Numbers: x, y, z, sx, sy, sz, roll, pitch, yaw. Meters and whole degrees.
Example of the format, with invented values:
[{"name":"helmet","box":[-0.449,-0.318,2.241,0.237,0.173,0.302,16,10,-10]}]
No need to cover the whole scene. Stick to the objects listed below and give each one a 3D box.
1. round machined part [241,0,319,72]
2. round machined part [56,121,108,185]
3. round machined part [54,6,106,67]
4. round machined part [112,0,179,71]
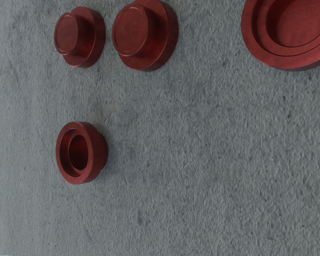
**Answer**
[{"name":"round machined part","box":[0.130,-0.101,0.287,0.098,0.042,0.097,0,90,40]},{"name":"round machined part","box":[-0.121,0.038,0.494,0.098,0.042,0.097,0,90,40]},{"name":"round machined part","box":[-0.137,-0.150,0.507,0.098,0.042,0.097,0,90,40]},{"name":"round machined part","box":[-0.027,-0.127,0.416,0.098,0.042,0.097,0,90,40]}]
